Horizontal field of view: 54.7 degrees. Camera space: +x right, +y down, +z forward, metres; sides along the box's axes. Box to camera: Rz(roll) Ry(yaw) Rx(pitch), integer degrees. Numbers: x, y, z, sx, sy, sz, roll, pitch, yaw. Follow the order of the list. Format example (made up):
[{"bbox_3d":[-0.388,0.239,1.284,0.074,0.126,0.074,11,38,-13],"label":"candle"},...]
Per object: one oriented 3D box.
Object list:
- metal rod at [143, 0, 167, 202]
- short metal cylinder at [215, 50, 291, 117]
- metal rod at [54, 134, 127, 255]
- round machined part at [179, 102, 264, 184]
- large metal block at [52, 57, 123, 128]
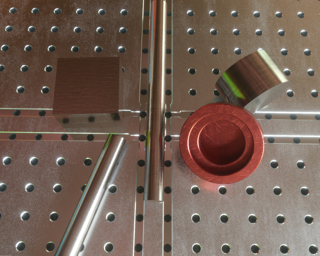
[{"bbox_3d":[-0.005,-0.051,0.430,0.025,0.025,0.299,1,70,0],"label":"metal rod"},{"bbox_3d":[0.120,-0.055,0.404,0.080,0.080,0.050,-27,73,-10],"label":"short metal cylinder"},{"bbox_3d":[-0.107,0.145,0.357,0.025,0.025,0.300,19,71,6],"label":"metal rod"},{"bbox_3d":[0.077,0.016,0.382,0.098,0.042,0.097,4,102,17],"label":"round machined part"},{"bbox_3d":[-0.092,-0.046,0.414,0.081,0.050,0.080,-1,70,-1],"label":"large metal block"}]
